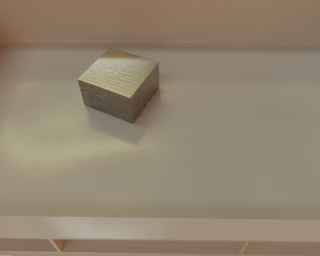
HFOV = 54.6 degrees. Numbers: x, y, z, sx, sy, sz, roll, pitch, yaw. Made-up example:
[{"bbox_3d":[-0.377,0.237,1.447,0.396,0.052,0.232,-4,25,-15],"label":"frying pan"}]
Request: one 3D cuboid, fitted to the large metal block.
[{"bbox_3d":[-0.055,-0.063,0.441,0.080,0.050,0.080,21,53,16],"label":"large metal block"}]
